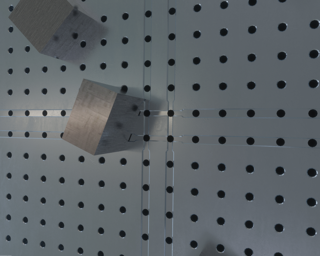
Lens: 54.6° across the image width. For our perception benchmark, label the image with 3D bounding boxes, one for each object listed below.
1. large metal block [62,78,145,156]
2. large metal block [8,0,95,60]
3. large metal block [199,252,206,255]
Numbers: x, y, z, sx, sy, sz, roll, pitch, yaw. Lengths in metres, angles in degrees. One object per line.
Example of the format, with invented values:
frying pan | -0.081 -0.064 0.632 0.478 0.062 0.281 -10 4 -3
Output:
large metal block | -0.072 -0.014 0.409 0.050 0.080 0.080 24 98 18
large metal block | -0.159 -0.161 0.456 0.080 0.050 0.080 -47 76 14
large metal block | 0.057 0.218 0.380 0.080 0.050 0.080 35 101 16
